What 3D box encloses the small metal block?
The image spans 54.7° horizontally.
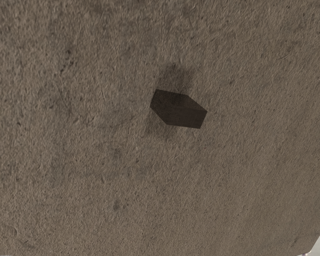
[{"bbox_3d":[0.023,-0.024,0.390,0.050,0.050,0.025,7,115,-32],"label":"small metal block"}]
